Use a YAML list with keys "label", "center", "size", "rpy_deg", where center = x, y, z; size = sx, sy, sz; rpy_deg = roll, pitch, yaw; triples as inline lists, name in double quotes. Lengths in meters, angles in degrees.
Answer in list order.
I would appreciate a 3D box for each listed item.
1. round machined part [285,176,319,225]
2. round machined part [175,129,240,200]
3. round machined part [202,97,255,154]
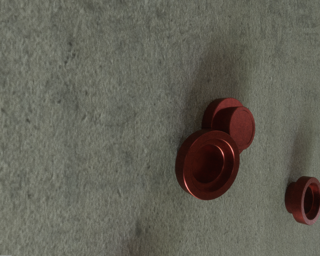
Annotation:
- label: "round machined part"
  center: [0.298, 0.149, 0.648]
  size: [0.099, 0.042, 0.097]
  rpy_deg: [0, 90, -40]
- label: "round machined part"
  center: [0.062, 0.049, 0.440]
  size: [0.099, 0.042, 0.097]
  rpy_deg: [-5, 100, -30]
- label: "round machined part"
  center: [0.115, 0.000, 0.493]
  size: [0.099, 0.042, 0.097]
  rpy_deg: [0, 90, -40]
